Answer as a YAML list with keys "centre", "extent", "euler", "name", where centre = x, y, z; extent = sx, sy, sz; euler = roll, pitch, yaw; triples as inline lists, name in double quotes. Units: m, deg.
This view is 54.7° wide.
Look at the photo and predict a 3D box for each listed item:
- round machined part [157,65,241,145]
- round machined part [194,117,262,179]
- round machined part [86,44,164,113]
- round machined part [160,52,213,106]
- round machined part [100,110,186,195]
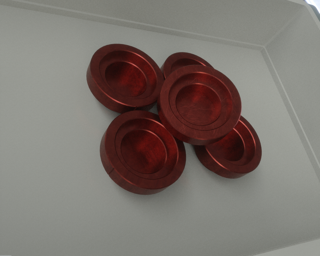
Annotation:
- centre: [0.045, -0.025, 0.379]
  extent: [0.099, 0.042, 0.098]
  euler: [3, 68, -8]
  name: "round machined part"
- centre: [0.087, 0.024, 0.427]
  extent: [0.099, 0.042, 0.098]
  euler: [14, 56, -21]
  name: "round machined part"
- centre: [-0.047, -0.058, 0.404]
  extent: [0.099, 0.042, 0.098]
  euler: [14, 56, -21]
  name: "round machined part"
- centre: [0.041, -0.059, 0.453]
  extent: [0.099, 0.042, 0.098]
  euler: [14, 56, -21]
  name: "round machined part"
- centre: [-0.023, 0.031, 0.363]
  extent: [0.099, 0.042, 0.098]
  euler: [14, 56, -21]
  name: "round machined part"
